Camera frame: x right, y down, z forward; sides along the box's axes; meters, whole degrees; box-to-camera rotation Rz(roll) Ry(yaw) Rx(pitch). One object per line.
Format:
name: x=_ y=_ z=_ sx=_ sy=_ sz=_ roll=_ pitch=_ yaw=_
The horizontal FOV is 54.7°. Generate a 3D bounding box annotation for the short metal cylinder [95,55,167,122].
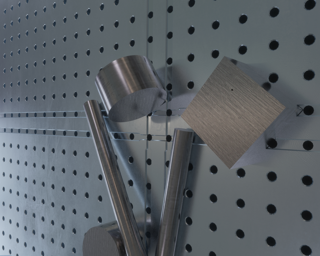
short metal cylinder: x=-0.038 y=-0.049 z=0.405 sx=0.080 sy=0.081 sz=0.050 roll=-38 pitch=67 yaw=33

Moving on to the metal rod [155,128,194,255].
metal rod: x=0.009 y=0.149 z=0.402 sx=0.025 sy=0.025 sz=0.298 roll=14 pitch=99 yaw=39

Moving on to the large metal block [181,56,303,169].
large metal block: x=0.082 y=-0.016 z=0.325 sx=0.080 sy=0.050 sz=0.080 roll=50 pitch=119 yaw=28

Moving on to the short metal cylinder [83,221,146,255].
short metal cylinder: x=-0.067 y=0.177 z=0.448 sx=0.080 sy=0.050 sz=0.079 roll=0 pitch=90 yaw=40

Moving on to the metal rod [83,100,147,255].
metal rod: x=-0.061 y=0.089 z=0.442 sx=0.025 sy=0.025 sz=0.299 roll=-38 pitch=61 yaw=33
